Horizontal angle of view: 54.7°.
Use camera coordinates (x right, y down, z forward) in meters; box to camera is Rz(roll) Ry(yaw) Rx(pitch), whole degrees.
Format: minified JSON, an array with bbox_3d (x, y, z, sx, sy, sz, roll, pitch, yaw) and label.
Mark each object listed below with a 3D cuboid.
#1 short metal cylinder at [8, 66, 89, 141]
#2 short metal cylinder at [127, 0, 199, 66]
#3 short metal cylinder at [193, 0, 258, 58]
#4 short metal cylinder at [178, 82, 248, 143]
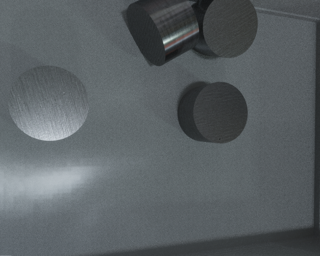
[{"bbox_3d":[-0.125,-0.026,0.351,0.081,0.050,0.080,0,90,-20],"label":"short metal cylinder"},{"bbox_3d":[0.003,-0.124,0.382,0.050,0.080,0.080,-33,101,-17],"label":"short metal cylinder"},{"bbox_3d":[0.082,-0.136,0.417,0.081,0.050,0.079,-6,107,-19],"label":"short metal cylinder"},{"bbox_3d":[0.071,-0.020,0.423,0.081,0.050,0.080,0,90,-20],"label":"short metal cylinder"}]
